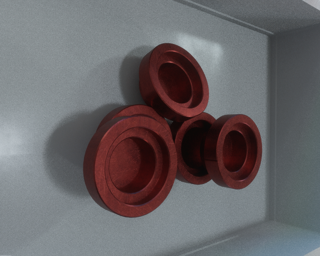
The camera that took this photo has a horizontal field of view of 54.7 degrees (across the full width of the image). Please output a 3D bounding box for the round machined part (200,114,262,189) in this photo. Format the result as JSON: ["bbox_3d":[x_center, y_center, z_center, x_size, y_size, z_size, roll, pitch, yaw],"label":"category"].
[{"bbox_3d":[0.092,0.031,0.416,0.099,0.042,0.097,0,90,-40],"label":"round machined part"}]

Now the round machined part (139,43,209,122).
[{"bbox_3d":[0.013,-0.053,0.391,0.099,0.042,0.098,18,61,-35],"label":"round machined part"}]

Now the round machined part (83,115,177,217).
[{"bbox_3d":[-0.032,0.036,0.312,0.099,0.042,0.097,0,90,-40],"label":"round machined part"}]

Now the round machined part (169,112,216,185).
[{"bbox_3d":[0.042,0.027,0.429,0.099,0.042,0.097,0,90,-40],"label":"round machined part"}]

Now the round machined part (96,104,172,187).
[{"bbox_3d":[-0.035,0.022,0.364,0.099,0.042,0.097,0,90,-40],"label":"round machined part"}]
